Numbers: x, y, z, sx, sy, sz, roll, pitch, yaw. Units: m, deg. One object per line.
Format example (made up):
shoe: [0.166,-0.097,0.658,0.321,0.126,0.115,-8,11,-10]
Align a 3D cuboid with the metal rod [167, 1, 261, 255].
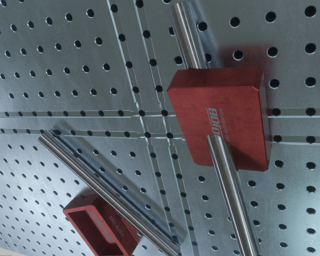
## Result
metal rod: [0.065,0.011,0.350,0.025,0.025,0.298,-11,103,32]

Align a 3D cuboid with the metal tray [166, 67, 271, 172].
metal tray: [0.070,-0.005,0.341,0.090,0.030,0.130,3,139,26]

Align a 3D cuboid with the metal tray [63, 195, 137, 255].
metal tray: [-0.112,0.188,0.581,0.090,0.030,0.130,-19,109,35]

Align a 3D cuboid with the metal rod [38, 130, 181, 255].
metal rod: [-0.084,0.113,0.523,0.300,0.025,0.025,42,129,-2]
